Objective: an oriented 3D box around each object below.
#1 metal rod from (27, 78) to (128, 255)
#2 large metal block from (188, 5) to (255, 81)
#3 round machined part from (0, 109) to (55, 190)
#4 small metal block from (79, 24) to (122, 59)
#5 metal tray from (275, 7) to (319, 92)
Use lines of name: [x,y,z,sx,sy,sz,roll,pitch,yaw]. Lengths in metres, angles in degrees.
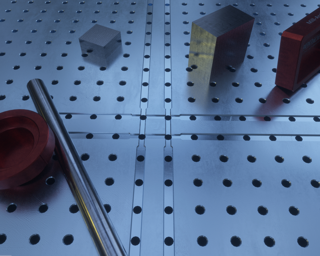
metal rod: [-0.110,0.037,0.374,0.025,0.025,0.300,-23,54,-19]
large metal block: [0.094,-0.133,0.485,0.081,0.080,0.050,-32,57,-24]
round machined part: [-0.172,0.028,0.366,0.099,0.042,0.098,-3,54,4]
small metal block: [-0.102,-0.149,0.532,0.050,0.025,0.050,22,53,17]
metal tray: [0.229,-0.124,0.470,0.131,0.089,0.030,-35,47,-26]
